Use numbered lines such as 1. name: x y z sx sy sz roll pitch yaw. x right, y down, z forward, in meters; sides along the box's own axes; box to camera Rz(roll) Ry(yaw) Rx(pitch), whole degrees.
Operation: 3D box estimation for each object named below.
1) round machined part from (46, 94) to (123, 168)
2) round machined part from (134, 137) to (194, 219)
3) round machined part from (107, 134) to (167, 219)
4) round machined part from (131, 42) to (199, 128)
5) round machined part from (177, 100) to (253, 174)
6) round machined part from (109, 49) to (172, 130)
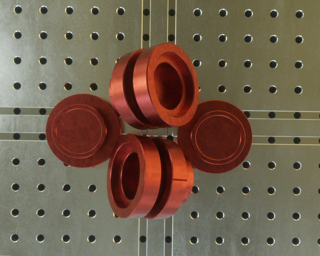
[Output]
1. round machined part: -0.100 0.004 0.404 0.099 0.042 0.097 0 90 0
2. round machined part: 0.005 0.063 0.386 0.042 0.098 0.098 10 90 -32
3. round machined part: -0.024 0.058 0.372 0.042 0.098 0.098 10 90 -32
4. round machined part: 0.002 -0.048 0.370 0.042 0.099 0.097 -6 90 40
5. round machined part: 0.073 0.012 0.405 0.099 0.042 0.097 0 90 0
6. round machined part: -0.025 -0.046 0.388 0.042 0.099 0.097 -6 90 40
